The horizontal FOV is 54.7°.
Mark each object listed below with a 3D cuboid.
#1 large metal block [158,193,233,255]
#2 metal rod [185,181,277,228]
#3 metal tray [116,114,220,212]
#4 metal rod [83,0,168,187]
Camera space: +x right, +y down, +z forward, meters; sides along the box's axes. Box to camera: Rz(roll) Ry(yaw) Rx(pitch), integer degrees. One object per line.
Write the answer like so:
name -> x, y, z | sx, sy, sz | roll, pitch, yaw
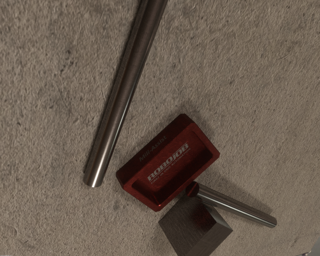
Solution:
large metal block -> 0.056, 0.160, 0.503 | 0.080, 0.080, 0.050 | -49, 129, 6
metal rod -> 0.144, 0.147, 0.566 | 0.301, 0.025, 0.025 | 30, 102, -43
metal tray -> 0.014, 0.052, 0.445 | 0.130, 0.030, 0.090 | -42, 130, 1
metal rod -> -0.035, -0.060, 0.351 | 0.025, 0.025, 0.298 | 9, 114, -33
